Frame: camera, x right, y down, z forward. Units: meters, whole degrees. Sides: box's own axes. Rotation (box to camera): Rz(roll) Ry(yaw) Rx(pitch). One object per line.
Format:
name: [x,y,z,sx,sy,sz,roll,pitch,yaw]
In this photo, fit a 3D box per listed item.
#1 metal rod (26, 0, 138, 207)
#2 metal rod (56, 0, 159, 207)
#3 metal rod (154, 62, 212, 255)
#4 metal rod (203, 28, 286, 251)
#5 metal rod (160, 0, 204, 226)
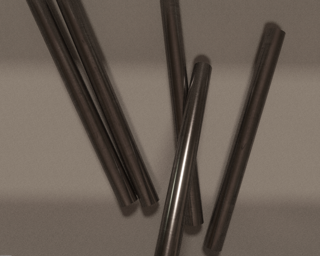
metal rod: [-0.103,-0.037,0.410,0.025,0.025,0.299,-25,90,0]
metal rod: [-0.070,-0.038,0.410,0.025,0.025,0.299,-23,90,0]
metal rod: [0.025,0.052,0.352,0.025,0.025,0.299,14,65,0]
metal rod: [0.112,0.015,0.412,0.025,0.025,0.298,17,90,-1]
metal rod: [0.029,-0.022,0.411,0.025,0.025,0.298,-6,90,0]
